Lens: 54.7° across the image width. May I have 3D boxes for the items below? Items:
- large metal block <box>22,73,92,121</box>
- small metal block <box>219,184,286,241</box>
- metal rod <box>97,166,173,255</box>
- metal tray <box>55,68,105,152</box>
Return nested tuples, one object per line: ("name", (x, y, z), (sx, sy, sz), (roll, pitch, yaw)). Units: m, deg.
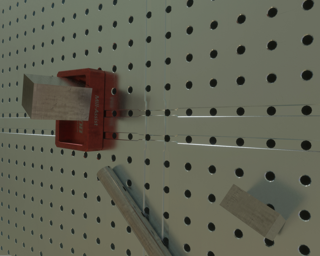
("large metal block", (-0.158, -0.047, 0.469), (0.080, 0.081, 0.050), (30, 114, 53))
("small metal block", (0.094, 0.085, 0.311), (0.050, 0.050, 0.025), (32, 85, 35))
("metal rod", (0.000, 0.167, 0.407), (0.300, 0.025, 0.025), (49, 119, 28))
("metal tray", (-0.134, -0.030, 0.513), (0.090, 0.030, 0.129), (4, 92, 39))
